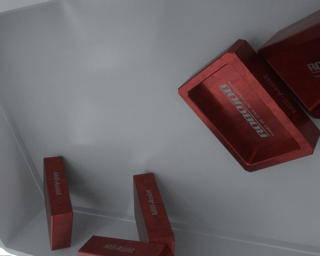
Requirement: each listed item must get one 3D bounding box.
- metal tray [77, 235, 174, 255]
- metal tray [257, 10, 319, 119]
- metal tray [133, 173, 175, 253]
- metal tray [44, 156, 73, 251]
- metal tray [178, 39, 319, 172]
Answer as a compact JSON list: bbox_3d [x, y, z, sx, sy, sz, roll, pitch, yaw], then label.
[{"bbox_3d":[-0.032,0.181,0.375,0.130,0.030,0.090,-9,111,37],"label":"metal tray"},{"bbox_3d":[0.138,-0.047,0.244,0.030,0.130,0.090,-43,96,1],"label":"metal tray"},{"bbox_3d":[-0.012,0.137,0.435,0.030,0.130,0.089,-6,121,-12],"label":"metal tray"},{"bbox_3d":[-0.172,0.122,0.516,0.130,0.030,0.089,-120,35,-44],"label":"metal tray"},{"bbox_3d":[0.092,-0.017,0.332,0.130,0.030,0.090,48,143,-7],"label":"metal tray"}]
